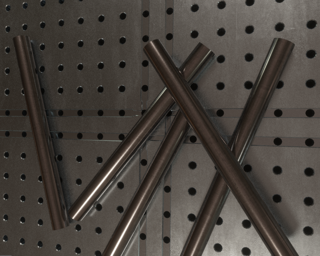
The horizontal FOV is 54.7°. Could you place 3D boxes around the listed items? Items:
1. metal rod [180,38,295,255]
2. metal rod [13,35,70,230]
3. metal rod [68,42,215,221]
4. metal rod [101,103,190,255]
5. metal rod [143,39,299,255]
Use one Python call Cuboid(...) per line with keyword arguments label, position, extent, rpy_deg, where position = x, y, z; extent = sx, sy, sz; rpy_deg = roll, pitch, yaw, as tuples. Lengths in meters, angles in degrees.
Cuboid(label="metal rod", position=(0.090, 0.037, 0.380), extent=(0.025, 0.025, 0.298), rpy_deg=(24, 98, 18))
Cuboid(label="metal rod", position=(-0.183, 0.004, 0.475), extent=(0.025, 0.025, 0.298), rpy_deg=(-15, 85, 19))
Cuboid(label="metal rod", position=(-0.032, 0.013, 0.422), extent=(0.025, 0.025, 0.299), rpy_deg=(42, 103, 15))
Cuboid(label="metal rod", position=(-0.026, 0.098, 0.420), extent=(0.025, 0.025, 0.298), rpy_deg=(30, 100, 17))
Cuboid(label="metal rod", position=(0.066, 0.023, 0.361), extent=(0.025, 0.025, 0.299), rpy_deg=(-34, 79, 16))
